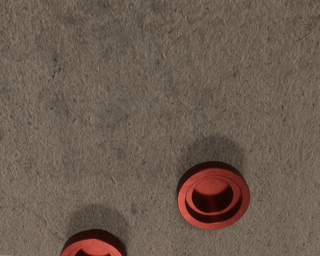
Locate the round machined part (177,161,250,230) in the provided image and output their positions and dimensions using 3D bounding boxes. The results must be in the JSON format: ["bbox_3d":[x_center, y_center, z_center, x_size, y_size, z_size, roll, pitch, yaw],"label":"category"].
[{"bbox_3d":[0.072,0.090,0.435,0.099,0.042,0.097,0,110,-1],"label":"round machined part"}]

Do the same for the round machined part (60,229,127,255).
[{"bbox_3d":[-0.099,0.194,0.471,0.099,0.042,0.097,0,110,-1],"label":"round machined part"}]
